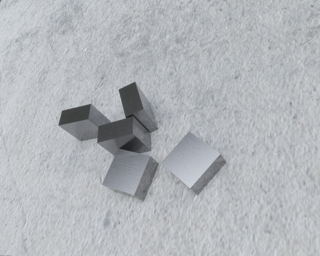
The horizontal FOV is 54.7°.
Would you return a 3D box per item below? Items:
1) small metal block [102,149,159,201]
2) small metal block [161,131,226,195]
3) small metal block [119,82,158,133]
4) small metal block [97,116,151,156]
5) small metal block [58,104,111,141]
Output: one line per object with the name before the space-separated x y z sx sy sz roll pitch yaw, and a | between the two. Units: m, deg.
small metal block | -0.036 0.058 0.386 0.050 0.025 0.050 10 67 32
small metal block | 0.039 0.040 0.358 0.050 0.025 0.050 -48 52 -6
small metal block | -0.029 -0.025 0.416 0.025 0.050 0.050 -25 53 8
small metal block | -0.045 0.014 0.402 0.050 0.050 0.025 -15 56 19
small metal block | -0.107 -0.007 0.446 0.050 0.050 0.025 -11 58 22
